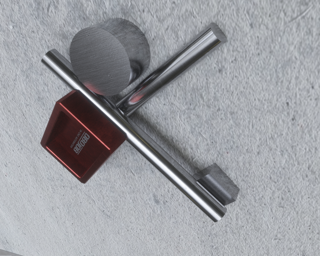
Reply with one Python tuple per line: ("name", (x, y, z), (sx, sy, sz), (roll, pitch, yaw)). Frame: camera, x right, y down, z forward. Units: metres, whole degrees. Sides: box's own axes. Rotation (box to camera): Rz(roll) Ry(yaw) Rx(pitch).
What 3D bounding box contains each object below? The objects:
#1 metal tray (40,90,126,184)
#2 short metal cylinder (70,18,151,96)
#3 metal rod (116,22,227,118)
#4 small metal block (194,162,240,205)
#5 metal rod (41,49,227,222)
("metal tray", (-0.110, 0.018, 0.422), (0.090, 0.030, 0.129), (43, 141, -2))
("short metal cylinder", (-0.058, -0.085, 0.368), (0.080, 0.050, 0.079), (13, 124, 20))
("metal rod", (-0.039, -0.033, 0.407), (0.299, 0.025, 0.025), (-33, 100, 38))
("small metal block", (0.070, 0.082, 0.420), (0.050, 0.025, 0.050), (47, 129, -6))
("metal rod", (-0.031, 0.011, 0.398), (0.300, 0.025, 0.025), (43, 129, -2))
